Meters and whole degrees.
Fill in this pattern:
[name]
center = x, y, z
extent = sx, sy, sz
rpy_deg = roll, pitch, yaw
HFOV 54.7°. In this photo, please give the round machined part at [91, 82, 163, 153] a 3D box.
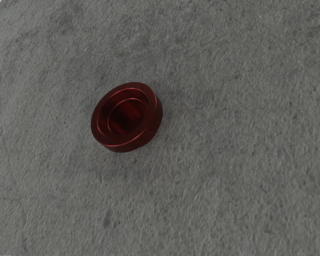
[round machined part]
center = -0.040, -0.010, 0.419
extent = 0.098, 0.042, 0.098
rpy_deg = -13, 56, 20
